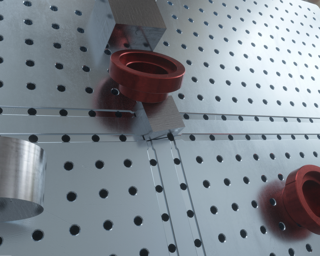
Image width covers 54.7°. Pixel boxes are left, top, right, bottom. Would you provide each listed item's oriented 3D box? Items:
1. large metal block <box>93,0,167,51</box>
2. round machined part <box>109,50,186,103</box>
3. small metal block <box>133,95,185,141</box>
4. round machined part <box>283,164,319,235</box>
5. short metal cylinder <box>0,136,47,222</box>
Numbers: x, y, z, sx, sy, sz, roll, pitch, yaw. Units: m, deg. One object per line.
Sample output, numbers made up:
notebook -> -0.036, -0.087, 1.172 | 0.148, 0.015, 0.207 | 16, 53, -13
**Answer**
large metal block -> -0.047, -0.166, 0.468 | 0.081, 0.050, 0.080 | -5, 64, -31
round machined part -> -0.018, -0.067, 0.411 | 0.099, 0.042, 0.098 | 9, 31, -5
small metal block -> -0.001, -0.014, 0.416 | 0.050, 0.025, 0.050 | -9, 66, -32
round machined part -> 0.220, 0.106, 0.451 | 0.099, 0.042, 0.098 | 14, 56, -21
short metal cylinder -> -0.142, 0.047, 0.268 | 0.081, 0.080, 0.050 | 7, 59, -25
